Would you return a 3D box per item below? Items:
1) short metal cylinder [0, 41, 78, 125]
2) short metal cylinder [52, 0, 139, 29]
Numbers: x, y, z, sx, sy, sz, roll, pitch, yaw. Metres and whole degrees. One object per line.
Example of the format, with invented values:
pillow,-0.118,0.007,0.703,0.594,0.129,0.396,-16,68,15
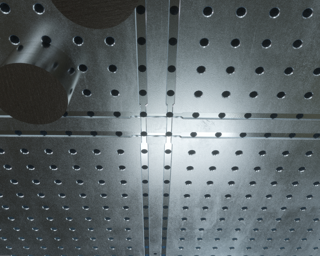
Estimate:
short metal cylinder,-0.140,-0.050,0.351,0.081,0.050,0.079,0,130,0
short metal cylinder,-0.056,-0.137,0.278,0.081,0.050,0.079,0,130,0
